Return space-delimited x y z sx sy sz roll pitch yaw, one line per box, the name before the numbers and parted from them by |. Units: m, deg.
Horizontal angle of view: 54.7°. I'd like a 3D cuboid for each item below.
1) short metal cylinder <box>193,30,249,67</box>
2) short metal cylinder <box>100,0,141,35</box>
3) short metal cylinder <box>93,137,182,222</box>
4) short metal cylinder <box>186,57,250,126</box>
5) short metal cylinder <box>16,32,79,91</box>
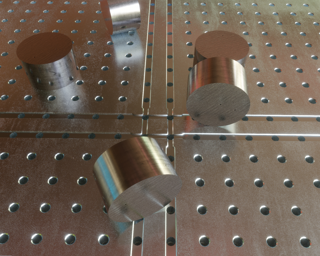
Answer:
short metal cylinder | 0.093 -0.108 0.482 0.081 0.050 0.080 0 50 0
short metal cylinder | -0.072 -0.210 0.548 0.050 0.080 0.080 -18 52 -14
short metal cylinder | -0.024 0.055 0.326 0.081 0.080 0.050 -20 53 -16
short metal cylinder | 0.076 -0.047 0.412 0.080 0.080 0.050 4 50 3
short metal cylinder | -0.170 -0.103 0.477 0.081 0.050 0.080 0 50 0
